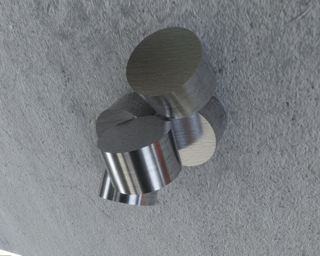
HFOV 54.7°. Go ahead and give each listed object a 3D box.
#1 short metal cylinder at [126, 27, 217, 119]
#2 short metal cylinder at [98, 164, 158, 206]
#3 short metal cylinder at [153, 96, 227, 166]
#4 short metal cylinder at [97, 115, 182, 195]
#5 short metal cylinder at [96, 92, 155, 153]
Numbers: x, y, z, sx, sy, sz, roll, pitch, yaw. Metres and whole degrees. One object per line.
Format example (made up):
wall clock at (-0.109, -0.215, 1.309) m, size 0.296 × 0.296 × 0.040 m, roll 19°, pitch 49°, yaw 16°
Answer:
short metal cylinder at (0.013, -0.056, 0.321) m, size 0.080 × 0.080 × 0.050 m, roll 1°, pitch 157°, yaw 27°
short metal cylinder at (-0.041, 0.074, 0.430) m, size 0.080 × 0.080 × 0.050 m, roll 7°, pitch 83°, yaw 24°
short metal cylinder at (0.035, -0.001, 0.371) m, size 0.080 × 0.050 × 0.079 m, roll 13°, pitch 124°, yaw 20°
short metal cylinder at (-0.021, 0.027, 0.334) m, size 0.080 × 0.080 × 0.050 m, roll -1°, pitch 118°, yaw 28°
short metal cylinder at (-0.037, -0.001, 0.409) m, size 0.080 × 0.050 × 0.079 m, roll 13°, pitch 124°, yaw 20°
